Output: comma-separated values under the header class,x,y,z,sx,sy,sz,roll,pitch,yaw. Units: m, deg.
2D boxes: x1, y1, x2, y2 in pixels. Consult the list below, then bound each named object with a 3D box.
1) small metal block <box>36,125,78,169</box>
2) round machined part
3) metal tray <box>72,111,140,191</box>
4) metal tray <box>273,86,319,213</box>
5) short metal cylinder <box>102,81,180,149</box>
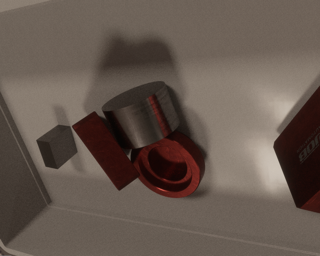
class,x,y,z,sx,sy,sz,roll,pitch,yaw
small metal block,-0.163,0.029,0.494,0.025,0.050,0.050,7,122,24
round machined part,0.014,0.043,0.416,0.098,0.042,0.097,13,124,20
metal tray,-0.073,0.024,0.403,0.090,0.030,0.130,56,170,-9
metal tray,0.162,0.005,0.281,0.030,0.090,0.129,15,129,-12
short metal cylinder,-0.022,-0.017,0.373,0.080,0.080,0.050,-10,114,32
